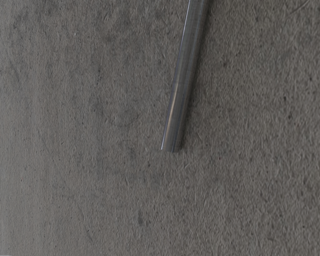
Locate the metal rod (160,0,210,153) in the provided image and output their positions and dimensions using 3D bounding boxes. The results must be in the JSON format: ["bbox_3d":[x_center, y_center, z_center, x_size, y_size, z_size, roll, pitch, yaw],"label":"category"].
[{"bbox_3d":[0.040,-0.117,0.372,0.025,0.025,0.298,18,101,39],"label":"metal rod"}]
